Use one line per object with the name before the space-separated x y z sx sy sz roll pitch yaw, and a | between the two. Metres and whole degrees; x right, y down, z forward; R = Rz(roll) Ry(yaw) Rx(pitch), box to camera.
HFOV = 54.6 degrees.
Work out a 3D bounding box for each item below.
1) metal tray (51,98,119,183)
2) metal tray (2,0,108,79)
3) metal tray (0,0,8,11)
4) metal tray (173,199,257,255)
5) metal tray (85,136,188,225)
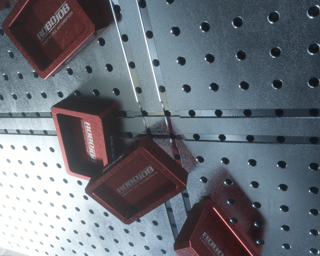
metal tray | -0.112 0.024 0.482 0.090 0.030 0.129 11 123 22
metal tray | -0.138 -0.132 0.399 0.130 0.030 0.090 -28 103 37
metal tray | -0.219 -0.222 0.387 0.090 0.030 0.129 49 129 -6
metal tray | 0.084 0.177 0.434 0.030 0.090 0.130 -32 101 38
metal tray | -0.035 0.080 0.451 0.090 0.030 0.130 43 119 -15
